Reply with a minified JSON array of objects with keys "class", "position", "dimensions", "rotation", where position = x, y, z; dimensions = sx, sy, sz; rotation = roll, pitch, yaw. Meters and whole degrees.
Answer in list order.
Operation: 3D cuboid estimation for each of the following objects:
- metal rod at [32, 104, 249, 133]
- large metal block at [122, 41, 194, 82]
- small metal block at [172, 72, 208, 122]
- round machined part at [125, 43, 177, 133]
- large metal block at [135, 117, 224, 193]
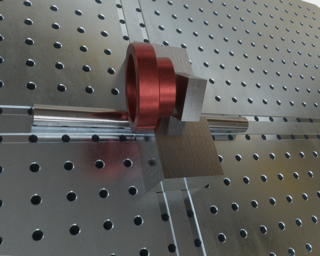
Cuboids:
[{"class":"metal rod","position":[-0.006,-0.009,0.410],"dimensions":[0.303,0.025,0.025],"rotation":[2,61,-27]},{"class":"large metal block","position":[0.000,-0.069,0.434],"dimensions":[0.081,0.050,0.080],"rotation":[1,62,-28]},{"class":"small metal block","position":[0.028,-0.039,0.375],"dimensions":[0.025,0.050,0.050],"rotation":[1,18,-28]},{"class":"round machined part","position":[-0.011,-0.044,0.345],"dimensions":[0.042,0.098,0.098],"rotation":[-3,63,-14]},{"class":"large metal block","position":[0.022,0.031,0.385],"dimensions":[0.081,0.050,0.080],"rotation":[1,61,-28]}]
